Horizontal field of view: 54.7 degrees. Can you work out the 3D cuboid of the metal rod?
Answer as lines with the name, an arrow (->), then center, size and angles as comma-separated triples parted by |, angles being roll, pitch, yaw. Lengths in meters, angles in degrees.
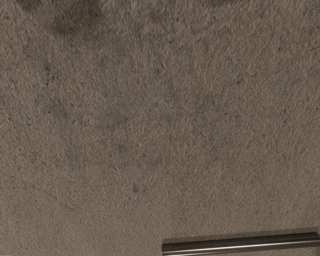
metal rod -> 0.155, 0.230, 0.605 | 0.302, 0.025, 0.025 | -6, 130, 4
